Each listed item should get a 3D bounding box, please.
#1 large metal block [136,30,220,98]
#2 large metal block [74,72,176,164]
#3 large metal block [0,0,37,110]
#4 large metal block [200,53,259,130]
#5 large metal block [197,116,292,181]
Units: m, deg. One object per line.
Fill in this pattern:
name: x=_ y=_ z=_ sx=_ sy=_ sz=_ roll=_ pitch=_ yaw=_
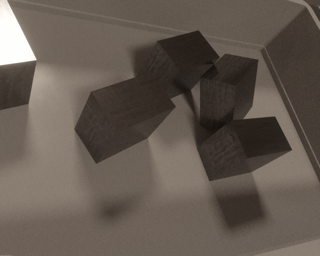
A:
large metal block: x=0.023 y=-0.084 z=0.436 sx=0.081 sy=0.080 sz=0.050 roll=-27 pitch=77 yaw=-37
large metal block: x=-0.042 y=-0.011 z=0.356 sx=0.081 sy=0.080 sz=0.050 roll=-26 pitch=76 yaw=-37
large metal block: x=-0.174 y=-0.073 z=0.322 sx=0.050 sy=0.080 sz=0.080 roll=-20 pitch=72 yaw=-36
large metal block: x=0.099 y=-0.051 z=0.448 sx=0.050 sy=0.079 sz=0.080 roll=19 pitch=44 yaw=28
large metal block: x=0.110 y=0.028 z=0.415 sx=0.081 sy=0.080 sz=0.050 roll=-5 pitch=65 yaw=-31
